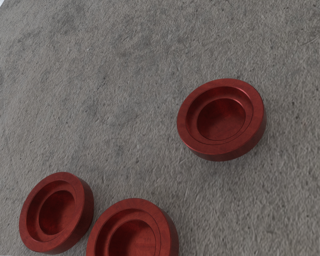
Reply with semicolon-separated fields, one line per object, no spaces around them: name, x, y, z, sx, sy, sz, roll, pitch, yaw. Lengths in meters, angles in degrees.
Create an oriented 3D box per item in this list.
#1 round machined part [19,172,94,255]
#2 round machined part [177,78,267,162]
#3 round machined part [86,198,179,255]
round machined part;-0.124;0.109;0.392;0.098;0.042;0.098;-13;56;21
round machined part;0.073;-0.006;0.359;0.098;0.042;0.098;-13;56;21
round machined part;-0.025;0.128;0.328;0.098;0.042;0.098;-13;56;21
